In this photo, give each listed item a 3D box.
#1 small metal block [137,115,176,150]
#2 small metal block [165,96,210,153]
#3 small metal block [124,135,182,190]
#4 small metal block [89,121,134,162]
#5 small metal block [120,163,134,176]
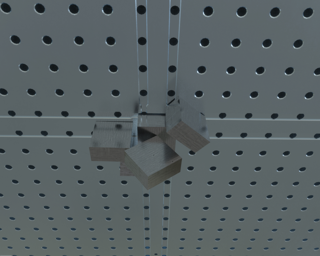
[{"bbox_3d":[-0.004,0.009,0.419,0.050,0.025,0.050,0,130,-2],"label":"small metal block"},{"bbox_3d":[0.034,-0.005,0.391,0.050,0.050,0.025,35,121,-26],"label":"small metal block"},{"bbox_3d":[-0.009,0.042,0.384,0.050,0.050,0.025,-25,138,-29],"label":"small metal block"},{"bbox_3d":[-0.062,0.017,0.409,0.050,0.050,0.025,2,131,-1],"label":"small metal block"},{"bbox_3d":[-0.027,0.048,0.432,0.050,0.050,0.025,1,99,-1],"label":"small metal block"}]
